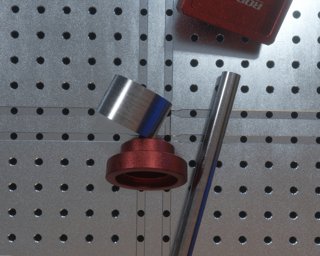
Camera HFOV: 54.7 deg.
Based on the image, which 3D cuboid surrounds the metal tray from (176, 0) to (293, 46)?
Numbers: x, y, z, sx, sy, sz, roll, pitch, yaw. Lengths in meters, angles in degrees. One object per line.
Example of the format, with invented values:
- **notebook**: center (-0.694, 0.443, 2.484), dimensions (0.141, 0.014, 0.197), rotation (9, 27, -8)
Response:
- **metal tray**: center (0.096, -0.165, 0.380), dimensions (0.131, 0.030, 0.089), rotation (14, 110, -17)

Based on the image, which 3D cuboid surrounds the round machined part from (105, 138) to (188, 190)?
- **round machined part**: center (-0.016, 0.045, 0.382), dimensions (0.099, 0.098, 0.042), rotation (1, 64, -1)

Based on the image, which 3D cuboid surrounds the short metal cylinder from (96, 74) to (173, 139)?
- **short metal cylinder**: center (-0.031, -0.025, 0.386), dimensions (0.080, 0.080, 0.050), rotation (28, 90, -1)

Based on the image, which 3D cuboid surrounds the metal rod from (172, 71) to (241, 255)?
- **metal rod**: center (0.056, 0.072, 0.414), dimensions (0.025, 0.025, 0.298), rotation (15, 90, -1)
